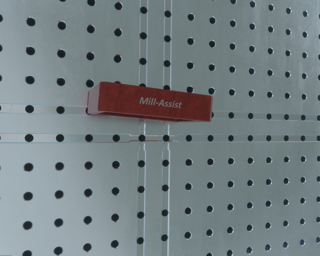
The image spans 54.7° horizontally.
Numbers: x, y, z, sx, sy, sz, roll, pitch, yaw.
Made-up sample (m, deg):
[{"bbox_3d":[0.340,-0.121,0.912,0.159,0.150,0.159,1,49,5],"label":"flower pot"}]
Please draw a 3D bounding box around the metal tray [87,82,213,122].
[{"bbox_3d":[-0.015,-0.027,0.373,0.131,0.090,0.030,5,89,-20],"label":"metal tray"}]
